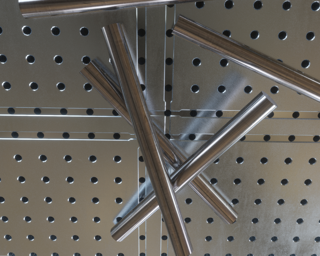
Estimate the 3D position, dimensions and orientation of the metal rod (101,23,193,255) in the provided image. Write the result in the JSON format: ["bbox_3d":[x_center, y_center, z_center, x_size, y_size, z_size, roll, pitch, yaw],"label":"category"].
[{"bbox_3d":[-0.014,0.021,0.387,0.025,0.025,0.298,-17,97,6],"label":"metal rod"}]

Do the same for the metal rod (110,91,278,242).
[{"bbox_3d":[0.029,0.065,0.410,0.025,0.025,0.299,38,116,-13],"label":"metal rod"}]

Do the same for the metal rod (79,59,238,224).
[{"bbox_3d":[0.008,0.029,0.424,0.025,0.025,0.300,-40,106,13],"label":"metal rod"}]

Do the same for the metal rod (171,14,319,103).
[{"bbox_3d":[0.156,-0.067,0.390,0.302,0.025,0.025,22,108,-9],"label":"metal rod"}]

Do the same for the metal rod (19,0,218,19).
[{"bbox_3d":[-0.008,-0.153,0.356,0.302,0.025,0.025,-5,110,1],"label":"metal rod"}]
